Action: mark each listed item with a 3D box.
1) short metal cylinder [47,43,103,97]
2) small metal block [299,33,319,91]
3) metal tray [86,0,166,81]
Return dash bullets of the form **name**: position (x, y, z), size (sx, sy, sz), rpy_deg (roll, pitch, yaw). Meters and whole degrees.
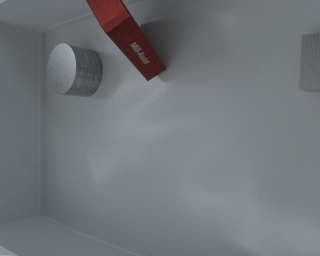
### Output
- **short metal cylinder**: position (-0.139, -0.092, 0.502), size (0.080, 0.050, 0.079), rpy_deg (0, 90, 39)
- **small metal block**: position (0.156, -0.059, 0.278), size (0.050, 0.025, 0.050), rpy_deg (4, 93, 39)
- **metal tray**: position (-0.043, -0.121, 0.371), size (0.030, 0.130, 0.090), rpy_deg (-33, 68, 7)
